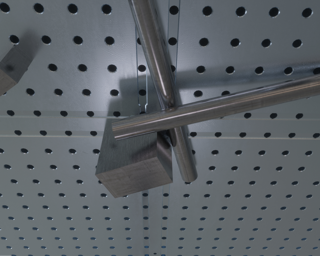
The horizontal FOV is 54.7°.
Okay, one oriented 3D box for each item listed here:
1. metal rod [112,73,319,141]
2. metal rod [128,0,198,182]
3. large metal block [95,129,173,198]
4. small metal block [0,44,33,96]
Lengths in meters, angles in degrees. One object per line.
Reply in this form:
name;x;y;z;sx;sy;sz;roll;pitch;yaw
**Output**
metal rod;0.093;-0.030;0.365;0.302;0.025;0.025;-13;129;2
metal rod;0.010;-0.037;0.380;0.025;0.025;0.299;-11;130;9
large metal block;-0.031;0.036;0.406;0.080;0.080;0.050;-18;128;14
small metal block;-0.176;-0.059;0.343;0.050;0.050;0.025;-28;125;21
